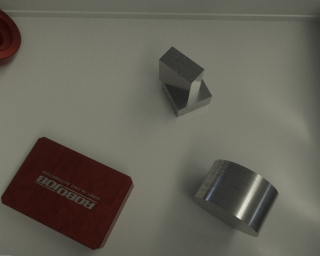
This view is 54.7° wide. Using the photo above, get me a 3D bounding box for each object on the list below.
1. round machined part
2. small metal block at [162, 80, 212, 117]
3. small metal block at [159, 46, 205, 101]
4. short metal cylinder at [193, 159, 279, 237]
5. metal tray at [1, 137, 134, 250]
[{"bbox_3d":[-0.249,-0.124,0.426,0.099,0.042,0.098,22,53,-31],"label":"round machined part"},{"bbox_3d":[0.036,-0.050,0.428,0.050,0.025,0.050,-23,72,-9],"label":"small metal block"},{"bbox_3d":[0.026,-0.068,0.395,0.050,0.050,0.025,39,75,12],"label":"small metal block"},{"bbox_3d":[0.085,0.079,0.353,0.080,0.080,0.050,31,73,10],"label":"short metal cylinder"},{"bbox_3d":[-0.109,0.077,0.377,0.130,0.030,0.090,24,71,8],"label":"metal tray"}]
